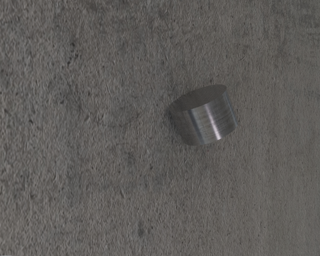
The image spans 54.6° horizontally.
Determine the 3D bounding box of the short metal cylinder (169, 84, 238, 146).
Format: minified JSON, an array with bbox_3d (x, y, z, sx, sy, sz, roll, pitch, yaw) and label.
[{"bbox_3d":[0.058,-0.019,0.417,0.080,0.080,0.050,-37,113,-34],"label":"short metal cylinder"}]
